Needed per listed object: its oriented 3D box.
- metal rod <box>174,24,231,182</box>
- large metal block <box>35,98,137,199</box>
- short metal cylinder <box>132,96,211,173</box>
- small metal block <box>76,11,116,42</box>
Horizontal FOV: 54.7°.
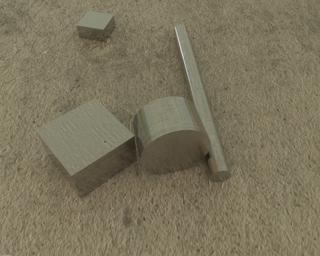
[{"bbox_3d":[0.053,-0.058,0.452,0.025,0.025,0.300,-5,50,-4],"label":"metal rod"},{"bbox_3d":[-0.085,0.021,0.368,0.080,0.050,0.080,-33,58,-25],"label":"large metal block"},{"bbox_3d":[0.012,0.010,0.359,0.081,0.080,0.050,-10,51,-9],"label":"short metal cylinder"},{"bbox_3d":[-0.114,-0.183,0.556,0.050,0.025,0.050,12,51,9],"label":"small metal block"}]
